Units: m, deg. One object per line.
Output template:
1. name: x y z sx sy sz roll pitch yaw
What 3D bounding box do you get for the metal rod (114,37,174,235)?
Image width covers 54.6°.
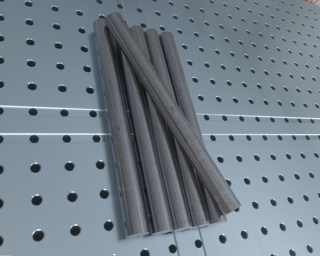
1. metal rod: -0.028 -0.018 0.402 0.025 0.025 0.299 1 61 -28

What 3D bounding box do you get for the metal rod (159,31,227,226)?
1. metal rod: 0.039 -0.016 0.439 0.025 0.025 0.299 1 61 -28

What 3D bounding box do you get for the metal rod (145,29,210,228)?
1. metal rod: 0.016 -0.016 0.427 0.025 0.025 0.299 1 61 -28

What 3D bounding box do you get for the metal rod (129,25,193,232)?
1. metal rod: -0.006 -0.017 0.414 0.025 0.025 0.299 1 61 -28

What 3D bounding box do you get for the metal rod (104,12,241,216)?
1. metal rod: 0.009 -0.028 0.397 0.025 0.025 0.299 -21 73 -36

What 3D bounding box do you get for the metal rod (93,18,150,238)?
1. metal rod: -0.054 -0.019 0.389 0.025 0.025 0.299 1 61 -28
